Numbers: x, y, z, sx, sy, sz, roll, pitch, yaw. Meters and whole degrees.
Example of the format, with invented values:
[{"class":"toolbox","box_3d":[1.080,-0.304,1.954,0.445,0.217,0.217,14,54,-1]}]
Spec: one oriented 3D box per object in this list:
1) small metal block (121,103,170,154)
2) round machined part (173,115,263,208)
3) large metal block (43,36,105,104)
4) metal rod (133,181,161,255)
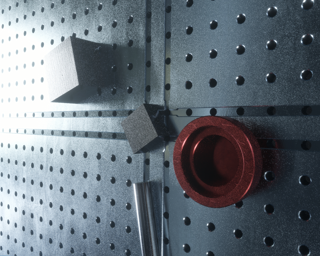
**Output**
[{"class":"small metal block","box_3d":[-0.021,0.001,0.425,0.050,0.025,0.050,-38,67,33]},{"class":"round machined part","box_3d":[0.066,0.035,0.343,0.098,0.042,0.097,0,90,39]},{"class":"large metal block","box_3d":[-0.142,-0.091,0.507,0.080,0.050,0.080,-20,77,38]},{"class":"metal rod","box_3d":[-0.005,0.222,0.411,0.025,0.025,0.298,-13,82,39]}]
